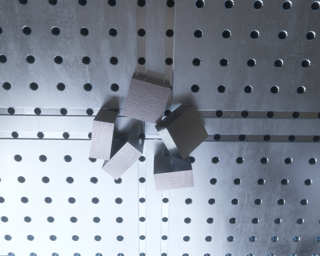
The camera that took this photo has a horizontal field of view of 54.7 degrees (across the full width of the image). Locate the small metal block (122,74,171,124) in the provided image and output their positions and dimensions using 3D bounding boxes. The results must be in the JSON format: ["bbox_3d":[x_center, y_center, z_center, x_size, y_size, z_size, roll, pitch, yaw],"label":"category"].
[{"bbox_3d":[-0.017,-0.037,0.400,0.050,0.025,0.050,14,109,-6],"label":"small metal block"}]

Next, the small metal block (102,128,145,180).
[{"bbox_3d":[-0.048,0.033,0.412,0.025,0.050,0.050,41,105,-14],"label":"small metal block"}]

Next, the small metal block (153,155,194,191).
[{"bbox_3d":[0.018,0.059,0.422,0.050,0.050,0.025,-7,110,2],"label":"small metal block"}]

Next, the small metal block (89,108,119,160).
[{"bbox_3d":[-0.072,0.007,0.402,0.025,0.050,0.050,9,110,-4],"label":"small metal block"}]

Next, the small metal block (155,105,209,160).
[{"bbox_3d":[0.029,0.004,0.401,0.050,0.025,0.050,-40,114,-25],"label":"small metal block"}]
